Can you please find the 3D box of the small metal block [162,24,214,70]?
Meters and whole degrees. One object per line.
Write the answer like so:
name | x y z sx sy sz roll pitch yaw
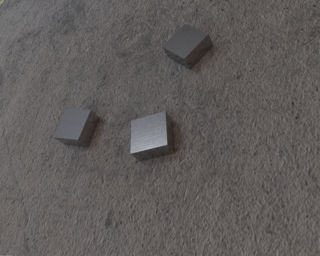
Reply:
small metal block | 0.041 -0.120 0.456 0.050 0.025 0.050 -46 51 -5

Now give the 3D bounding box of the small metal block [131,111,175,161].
small metal block | -0.010 0.011 0.402 0.050 0.025 0.050 -15 56 19

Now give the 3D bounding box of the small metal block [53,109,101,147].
small metal block | -0.126 -0.001 0.470 0.050 0.025 0.050 4 63 30
